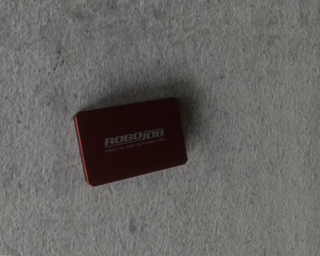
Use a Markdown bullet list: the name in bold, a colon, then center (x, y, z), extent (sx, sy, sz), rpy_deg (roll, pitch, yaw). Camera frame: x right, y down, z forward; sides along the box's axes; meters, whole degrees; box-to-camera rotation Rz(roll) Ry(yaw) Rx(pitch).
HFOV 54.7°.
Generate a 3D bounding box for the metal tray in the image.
- **metal tray**: center (-0.035, 0.014, 0.394), extent (0.131, 0.030, 0.089), rpy_deg (-11, 94, -20)
